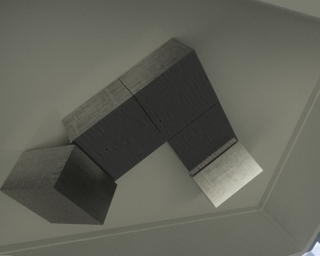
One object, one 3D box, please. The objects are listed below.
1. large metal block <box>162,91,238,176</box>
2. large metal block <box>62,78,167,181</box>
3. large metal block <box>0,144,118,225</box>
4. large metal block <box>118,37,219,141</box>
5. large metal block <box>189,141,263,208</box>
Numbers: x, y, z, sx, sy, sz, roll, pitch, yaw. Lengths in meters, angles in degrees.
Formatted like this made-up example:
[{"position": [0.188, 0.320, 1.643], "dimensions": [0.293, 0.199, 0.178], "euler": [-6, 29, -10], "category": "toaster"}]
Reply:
[{"position": [0.048, 0.005, 0.419], "dimensions": [0.080, 0.050, 0.080], "euler": [-38, 129, -3], "category": "large metal block"}, {"position": [-0.052, 0.004, 0.364], "dimensions": [0.080, 0.050, 0.080], "euler": [-38, 129, -3], "category": "large metal block"}, {"position": [-0.109, 0.066, 0.343], "dimensions": [0.080, 0.050, 0.080], "euler": [-8, 137, 29], "category": "large metal block"}, {"position": [0.012, -0.045, 0.368], "dimensions": [0.080, 0.050, 0.080], "euler": [-38, 129, -3], "category": "large metal block"}, {"position": [0.092, 0.067, 0.454], "dimensions": [0.080, 0.050, 0.080], "euler": [-38, 173, -3], "category": "large metal block"}]
